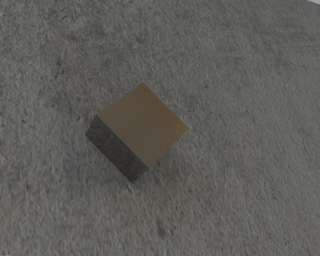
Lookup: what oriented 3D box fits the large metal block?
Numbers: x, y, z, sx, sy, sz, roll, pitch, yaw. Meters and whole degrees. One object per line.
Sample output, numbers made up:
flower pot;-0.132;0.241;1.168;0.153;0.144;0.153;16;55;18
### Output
large metal block;-0.027;0.005;0.370;0.080;0.050;0.080;45;51;3
